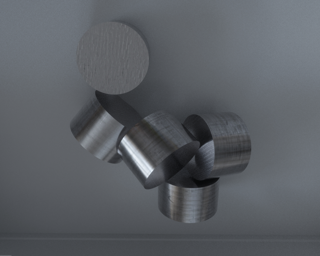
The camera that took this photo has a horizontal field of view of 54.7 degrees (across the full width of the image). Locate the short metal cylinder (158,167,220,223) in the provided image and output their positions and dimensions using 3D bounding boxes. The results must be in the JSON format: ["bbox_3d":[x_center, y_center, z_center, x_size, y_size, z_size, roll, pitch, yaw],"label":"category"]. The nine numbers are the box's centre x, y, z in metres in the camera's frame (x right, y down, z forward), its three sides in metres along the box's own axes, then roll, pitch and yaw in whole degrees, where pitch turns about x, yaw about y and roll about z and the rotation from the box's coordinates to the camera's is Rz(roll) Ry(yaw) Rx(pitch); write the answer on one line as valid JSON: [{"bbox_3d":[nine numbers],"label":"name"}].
[{"bbox_3d":[0.038,0.080,0.412,0.081,0.080,0.050,0,110,0],"label":"short metal cylinder"}]

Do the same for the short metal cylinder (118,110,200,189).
[{"bbox_3d":[-0.001,0.025,0.357,0.080,0.080,0.050,-48,67,15],"label":"short metal cylinder"}]

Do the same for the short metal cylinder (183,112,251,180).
[{"bbox_3d":[0.066,0.021,0.383,0.050,0.080,0.079,-5,112,-24],"label":"short metal cylinder"}]

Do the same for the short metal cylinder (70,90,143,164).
[{"bbox_3d":[-0.061,-0.003,0.380,0.080,0.080,0.050,39,106,-13],"label":"short metal cylinder"}]

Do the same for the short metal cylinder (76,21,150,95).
[{"bbox_3d":[-0.052,-0.084,0.366,0.081,0.050,0.079,0,110,0],"label":"short metal cylinder"}]
